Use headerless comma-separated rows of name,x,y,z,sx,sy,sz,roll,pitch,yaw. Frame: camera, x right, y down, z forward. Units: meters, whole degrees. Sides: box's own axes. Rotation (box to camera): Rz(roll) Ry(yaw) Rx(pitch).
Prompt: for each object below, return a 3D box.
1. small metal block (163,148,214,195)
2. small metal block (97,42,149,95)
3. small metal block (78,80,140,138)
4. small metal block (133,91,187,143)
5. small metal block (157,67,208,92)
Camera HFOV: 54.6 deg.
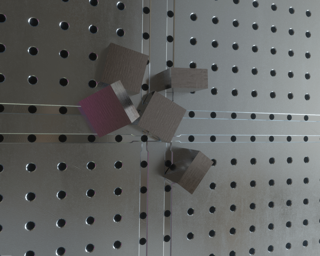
small metal block,0.037,0.056,0.413,0.025,0.050,0.050,40,77,-16
small metal block,-0.047,-0.074,0.395,0.050,0.025,0.050,15,85,-20
small metal block,-0.061,-0.023,0.375,0.050,0.025,0.050,-23,101,25
small metal block,-0.001,-0.014,0.412,0.050,0.025,0.050,30,80,-18
small metal block,0.029,-0.062,0.410,0.050,0.050,0.025,-2,91,-20
